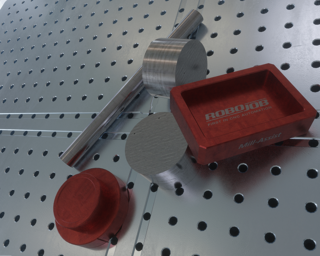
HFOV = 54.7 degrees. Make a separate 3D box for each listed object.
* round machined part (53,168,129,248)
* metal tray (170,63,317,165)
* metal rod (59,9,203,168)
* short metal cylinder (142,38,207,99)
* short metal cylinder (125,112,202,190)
[{"bbox_3d":[-0.093,0.095,0.388,0.098,0.042,0.098,-13,56,21],"label":"round machined part"},{"bbox_3d":[0.086,-0.020,0.338,0.131,0.030,0.090,-16,51,-11],"label":"metal tray"},{"bbox_3d":[-0.039,-0.063,0.467,0.300,0.025,0.025,-49,52,-7],"label":"metal rod"},{"bbox_3d":[0.021,-0.077,0.409,0.050,0.080,0.080,14,69,34],"label":"short metal cylinder"},{"bbox_3d":[0.006,0.028,0.372,0.080,0.050,0.080,-13,56,21],"label":"short metal cylinder"}]
